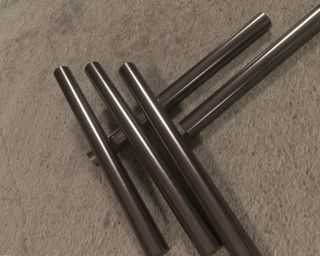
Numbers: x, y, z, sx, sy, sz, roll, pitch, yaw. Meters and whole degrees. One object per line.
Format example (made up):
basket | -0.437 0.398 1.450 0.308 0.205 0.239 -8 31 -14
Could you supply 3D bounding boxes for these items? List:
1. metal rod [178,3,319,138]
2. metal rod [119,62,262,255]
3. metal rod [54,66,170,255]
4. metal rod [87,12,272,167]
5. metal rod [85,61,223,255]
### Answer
metal rod | 0.146 -0.094 0.384 0.300 0.025 0.025 -40 51 0
metal rod | 0.022 0.026 0.354 0.025 0.025 0.299 -35 58 5
metal rod | -0.074 0.025 0.395 0.025 0.025 0.300 -36 61 4
metal rod | 0.025 -0.051 0.420 0.300 0.025 0.025 -39 51 1
metal rod | -0.024 0.017 0.378 0.025 0.025 0.300 -37 59 3
